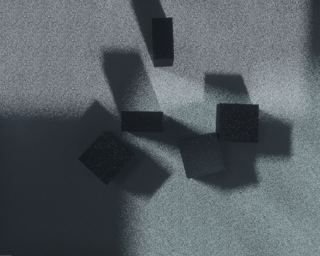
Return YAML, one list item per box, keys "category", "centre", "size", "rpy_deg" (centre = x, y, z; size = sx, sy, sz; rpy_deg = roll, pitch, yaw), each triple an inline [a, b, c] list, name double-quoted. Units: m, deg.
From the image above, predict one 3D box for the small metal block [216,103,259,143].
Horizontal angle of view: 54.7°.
- category: "small metal block"
  centre: [0.102, -0.006, 0.412]
  size: [0.050, 0.025, 0.050]
  rpy_deg: [2, 89, -1]

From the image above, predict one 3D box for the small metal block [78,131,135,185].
- category: "small metal block"
  centre: [-0.070, 0.039, 0.411]
  size: [0.050, 0.025, 0.050]
  rpy_deg: [43, 90, 0]

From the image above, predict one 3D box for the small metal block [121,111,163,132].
- category: "small metal block"
  centre: [-0.022, -0.008, 0.399]
  size: [0.050, 0.050, 0.025]
  rpy_deg: [1, 90, 0]

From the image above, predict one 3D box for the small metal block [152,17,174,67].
- category: "small metal block"
  centre: [0.004, -0.108, 0.399]
  size: [0.025, 0.050, 0.050]
  rpy_deg: [-2, 90, 0]

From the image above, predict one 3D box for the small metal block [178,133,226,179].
- category: "small metal block"
  centre: [0.054, 0.036, 0.412]
  size: [0.050, 0.025, 0.050]
  rpy_deg: [-13, 90, 0]
